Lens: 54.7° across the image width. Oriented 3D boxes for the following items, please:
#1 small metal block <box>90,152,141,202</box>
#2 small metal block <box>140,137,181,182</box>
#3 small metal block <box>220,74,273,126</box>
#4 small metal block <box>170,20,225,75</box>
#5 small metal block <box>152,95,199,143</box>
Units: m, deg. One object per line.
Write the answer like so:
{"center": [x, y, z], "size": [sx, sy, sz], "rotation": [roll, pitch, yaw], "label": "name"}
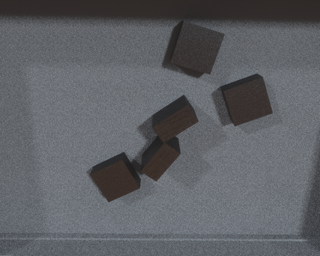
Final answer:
{"center": [-0.062, 0.069, 0.436], "size": [0.050, 0.025, 0.050], "rotation": [-26, 108, 8], "label": "small metal block"}
{"center": [0.000, 0.035, 0.411], "size": [0.025, 0.050, 0.050], "rotation": [36, 106, -13], "label": "small metal block"}
{"center": [0.111, -0.036, 0.400], "size": [0.050, 0.025, 0.050], "rotation": [-20, 109, 6], "label": "small metal block"}
{"center": [0.044, -0.098, 0.376], "size": [0.050, 0.025, 0.050], "rotation": [16, 109, -6], "label": "small metal block"}
{"center": [0.018, -0.013, 0.394], "size": [0.050, 0.050, 0.025], "rotation": [-32, 107, 11], "label": "small metal block"}
